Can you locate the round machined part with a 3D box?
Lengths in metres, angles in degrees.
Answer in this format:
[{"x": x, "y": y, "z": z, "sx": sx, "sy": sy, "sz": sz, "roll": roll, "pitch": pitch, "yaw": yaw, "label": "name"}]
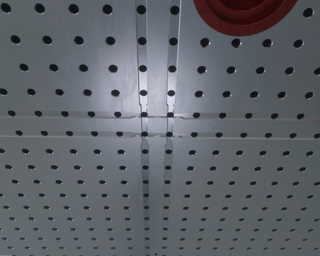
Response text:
[{"x": 0.077, "y": -0.138, "z": 0.283, "sx": 0.099, "sy": 0.042, "sz": 0.097, "roll": 0, "pitch": 130, "yaw": 0, "label": "round machined part"}]
